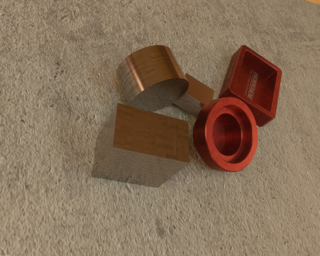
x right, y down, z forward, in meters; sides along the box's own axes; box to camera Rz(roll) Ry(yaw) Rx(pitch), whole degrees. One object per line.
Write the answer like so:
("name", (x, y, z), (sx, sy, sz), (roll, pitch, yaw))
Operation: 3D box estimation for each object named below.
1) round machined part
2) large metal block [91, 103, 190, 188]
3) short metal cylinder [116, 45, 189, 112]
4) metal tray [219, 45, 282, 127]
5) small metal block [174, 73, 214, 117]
("round machined part", (0.083, 0.009, 0.417), (0.099, 0.042, 0.097), (3, 84, -35))
("large metal block", (-0.023, 0.024, 0.342), (0.081, 0.080, 0.050), (14, 56, -21))
("short metal cylinder", (-0.010, -0.061, 0.400), (0.081, 0.080, 0.050), (-12, 68, -33))
("metal tray", (0.158, -0.075, 0.531), (0.090, 0.030, 0.130), (31, 52, -8))
("small metal block", (0.049, -0.047, 0.451), (0.050, 0.025, 0.050), (31, 38, -8))
